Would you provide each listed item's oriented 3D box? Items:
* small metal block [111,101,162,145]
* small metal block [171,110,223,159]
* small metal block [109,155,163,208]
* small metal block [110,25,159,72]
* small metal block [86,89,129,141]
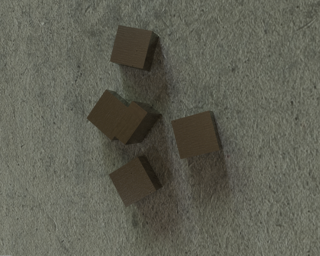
[{"bbox_3d":[-0.030,-0.006,0.406,0.025,0.050,0.050,39,102,16],"label":"small metal block"},{"bbox_3d":[0.047,0.009,0.392,0.050,0.025,0.050,-15,85,19],"label":"small metal block"},{"bbox_3d":[-0.033,0.072,0.421,0.050,0.025,0.050,-33,80,17],"label":"small metal block"},{"bbox_3d":[-0.035,-0.108,0.421,0.050,0.025,0.050,16,95,19],"label":"small metal block"},{"bbox_3d":[-0.065,-0.018,0.432,0.050,0.025,0.050,40,102,15],"label":"small metal block"}]
